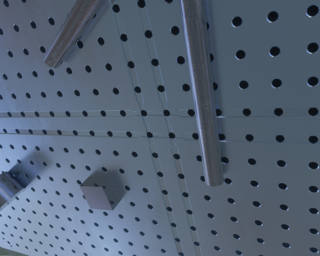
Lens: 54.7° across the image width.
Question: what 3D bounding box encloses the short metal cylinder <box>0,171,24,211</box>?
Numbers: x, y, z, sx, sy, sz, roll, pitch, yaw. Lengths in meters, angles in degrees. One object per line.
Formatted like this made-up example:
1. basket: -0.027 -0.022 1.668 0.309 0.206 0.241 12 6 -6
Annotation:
1. short metal cylinder: -0.327 0.135 0.631 0.050 0.080 0.080 46 129 -4

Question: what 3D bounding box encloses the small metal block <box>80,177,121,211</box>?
1. small metal block: -0.103 0.114 0.536 0.050 0.025 0.050 -4 117 30

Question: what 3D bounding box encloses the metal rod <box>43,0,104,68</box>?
1. metal rod: -0.059 -0.166 0.339 0.025 0.025 0.299 47 129 -5

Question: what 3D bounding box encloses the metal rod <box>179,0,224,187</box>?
1. metal rod: 0.046 -0.060 0.349 0.025 0.025 0.298 3 120 27
